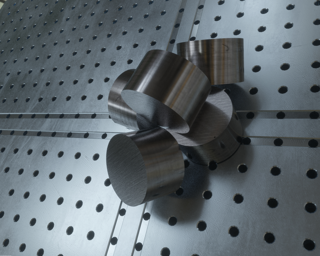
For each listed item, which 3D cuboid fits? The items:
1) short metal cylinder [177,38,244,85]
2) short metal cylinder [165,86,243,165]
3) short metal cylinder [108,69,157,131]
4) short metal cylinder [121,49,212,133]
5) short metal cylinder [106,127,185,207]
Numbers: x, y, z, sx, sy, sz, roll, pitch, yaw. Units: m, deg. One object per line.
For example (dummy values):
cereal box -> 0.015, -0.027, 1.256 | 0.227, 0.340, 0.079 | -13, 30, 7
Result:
short metal cylinder -> 0.062, -0.081, 0.381 | 0.080, 0.080, 0.050 | 2, 103, 29
short metal cylinder -> 0.052, -0.003, 0.366 | 0.080, 0.050, 0.080 | -14, 55, 21
short metal cylinder -> -0.021, -0.033, 0.404 | 0.050, 0.080, 0.080 | 20, 73, 36
short metal cylinder -> 0.007, -0.037, 0.326 | 0.080, 0.080, 0.050 | 19, 72, 35
short metal cylinder -> -0.018, 0.042, 0.349 | 0.080, 0.050, 0.079 | 15, 110, 49
